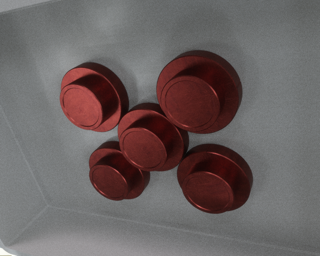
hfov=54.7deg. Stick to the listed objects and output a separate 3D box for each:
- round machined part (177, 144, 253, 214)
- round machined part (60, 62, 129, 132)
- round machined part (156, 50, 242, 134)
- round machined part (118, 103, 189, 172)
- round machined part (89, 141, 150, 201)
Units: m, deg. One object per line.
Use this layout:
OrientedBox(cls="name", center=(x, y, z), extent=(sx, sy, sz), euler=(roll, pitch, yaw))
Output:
OrientedBox(cls="round machined part", center=(0.067, 0.072, 0.404), extent=(0.098, 0.042, 0.097), euler=(13, 124, 20))
OrientedBox(cls="round machined part", center=(-0.096, -0.036, 0.422), extent=(0.098, 0.042, 0.097), euler=(13, 124, 20))
OrientedBox(cls="round machined part", center=(0.040, -0.035, 0.352), extent=(0.098, 0.042, 0.097), euler=(13, 124, 20))
OrientedBox(cls="round machined part", center=(-0.014, 0.019, 0.413), extent=(0.098, 0.042, 0.097), euler=(13, 124, 20))
OrientedBox(cls="round machined part", center=(-0.068, 0.072, 0.475), extent=(0.098, 0.042, 0.097), euler=(13, 124, 20))
